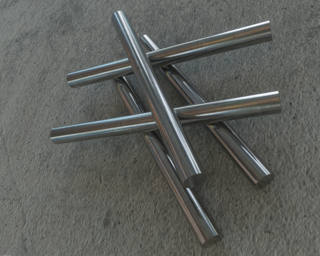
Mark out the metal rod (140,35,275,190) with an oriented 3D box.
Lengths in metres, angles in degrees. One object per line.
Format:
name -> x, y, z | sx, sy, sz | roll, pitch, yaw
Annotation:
metal rod -> 0.041, -0.042, 0.408 | 0.025, 0.025, 0.300 | -37, 51, 3

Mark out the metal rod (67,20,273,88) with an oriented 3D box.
metal rod -> -0.002, -0.097, 0.433 | 0.301, 0.025, 0.025 | -9, 58, 23

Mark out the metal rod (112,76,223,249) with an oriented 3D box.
metal rod -> -0.009, 0.012, 0.400 | 0.025, 0.025, 0.300 | -35, 51, 5

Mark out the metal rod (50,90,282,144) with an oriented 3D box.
metal rod -> -0.011, -0.008, 0.383 | 0.301, 0.025, 0.025 | -8, 58, 23

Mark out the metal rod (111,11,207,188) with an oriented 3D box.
metal rod -> -0.015, -0.059, 0.384 | 0.025, 0.025, 0.299 | -30, 52, 9
